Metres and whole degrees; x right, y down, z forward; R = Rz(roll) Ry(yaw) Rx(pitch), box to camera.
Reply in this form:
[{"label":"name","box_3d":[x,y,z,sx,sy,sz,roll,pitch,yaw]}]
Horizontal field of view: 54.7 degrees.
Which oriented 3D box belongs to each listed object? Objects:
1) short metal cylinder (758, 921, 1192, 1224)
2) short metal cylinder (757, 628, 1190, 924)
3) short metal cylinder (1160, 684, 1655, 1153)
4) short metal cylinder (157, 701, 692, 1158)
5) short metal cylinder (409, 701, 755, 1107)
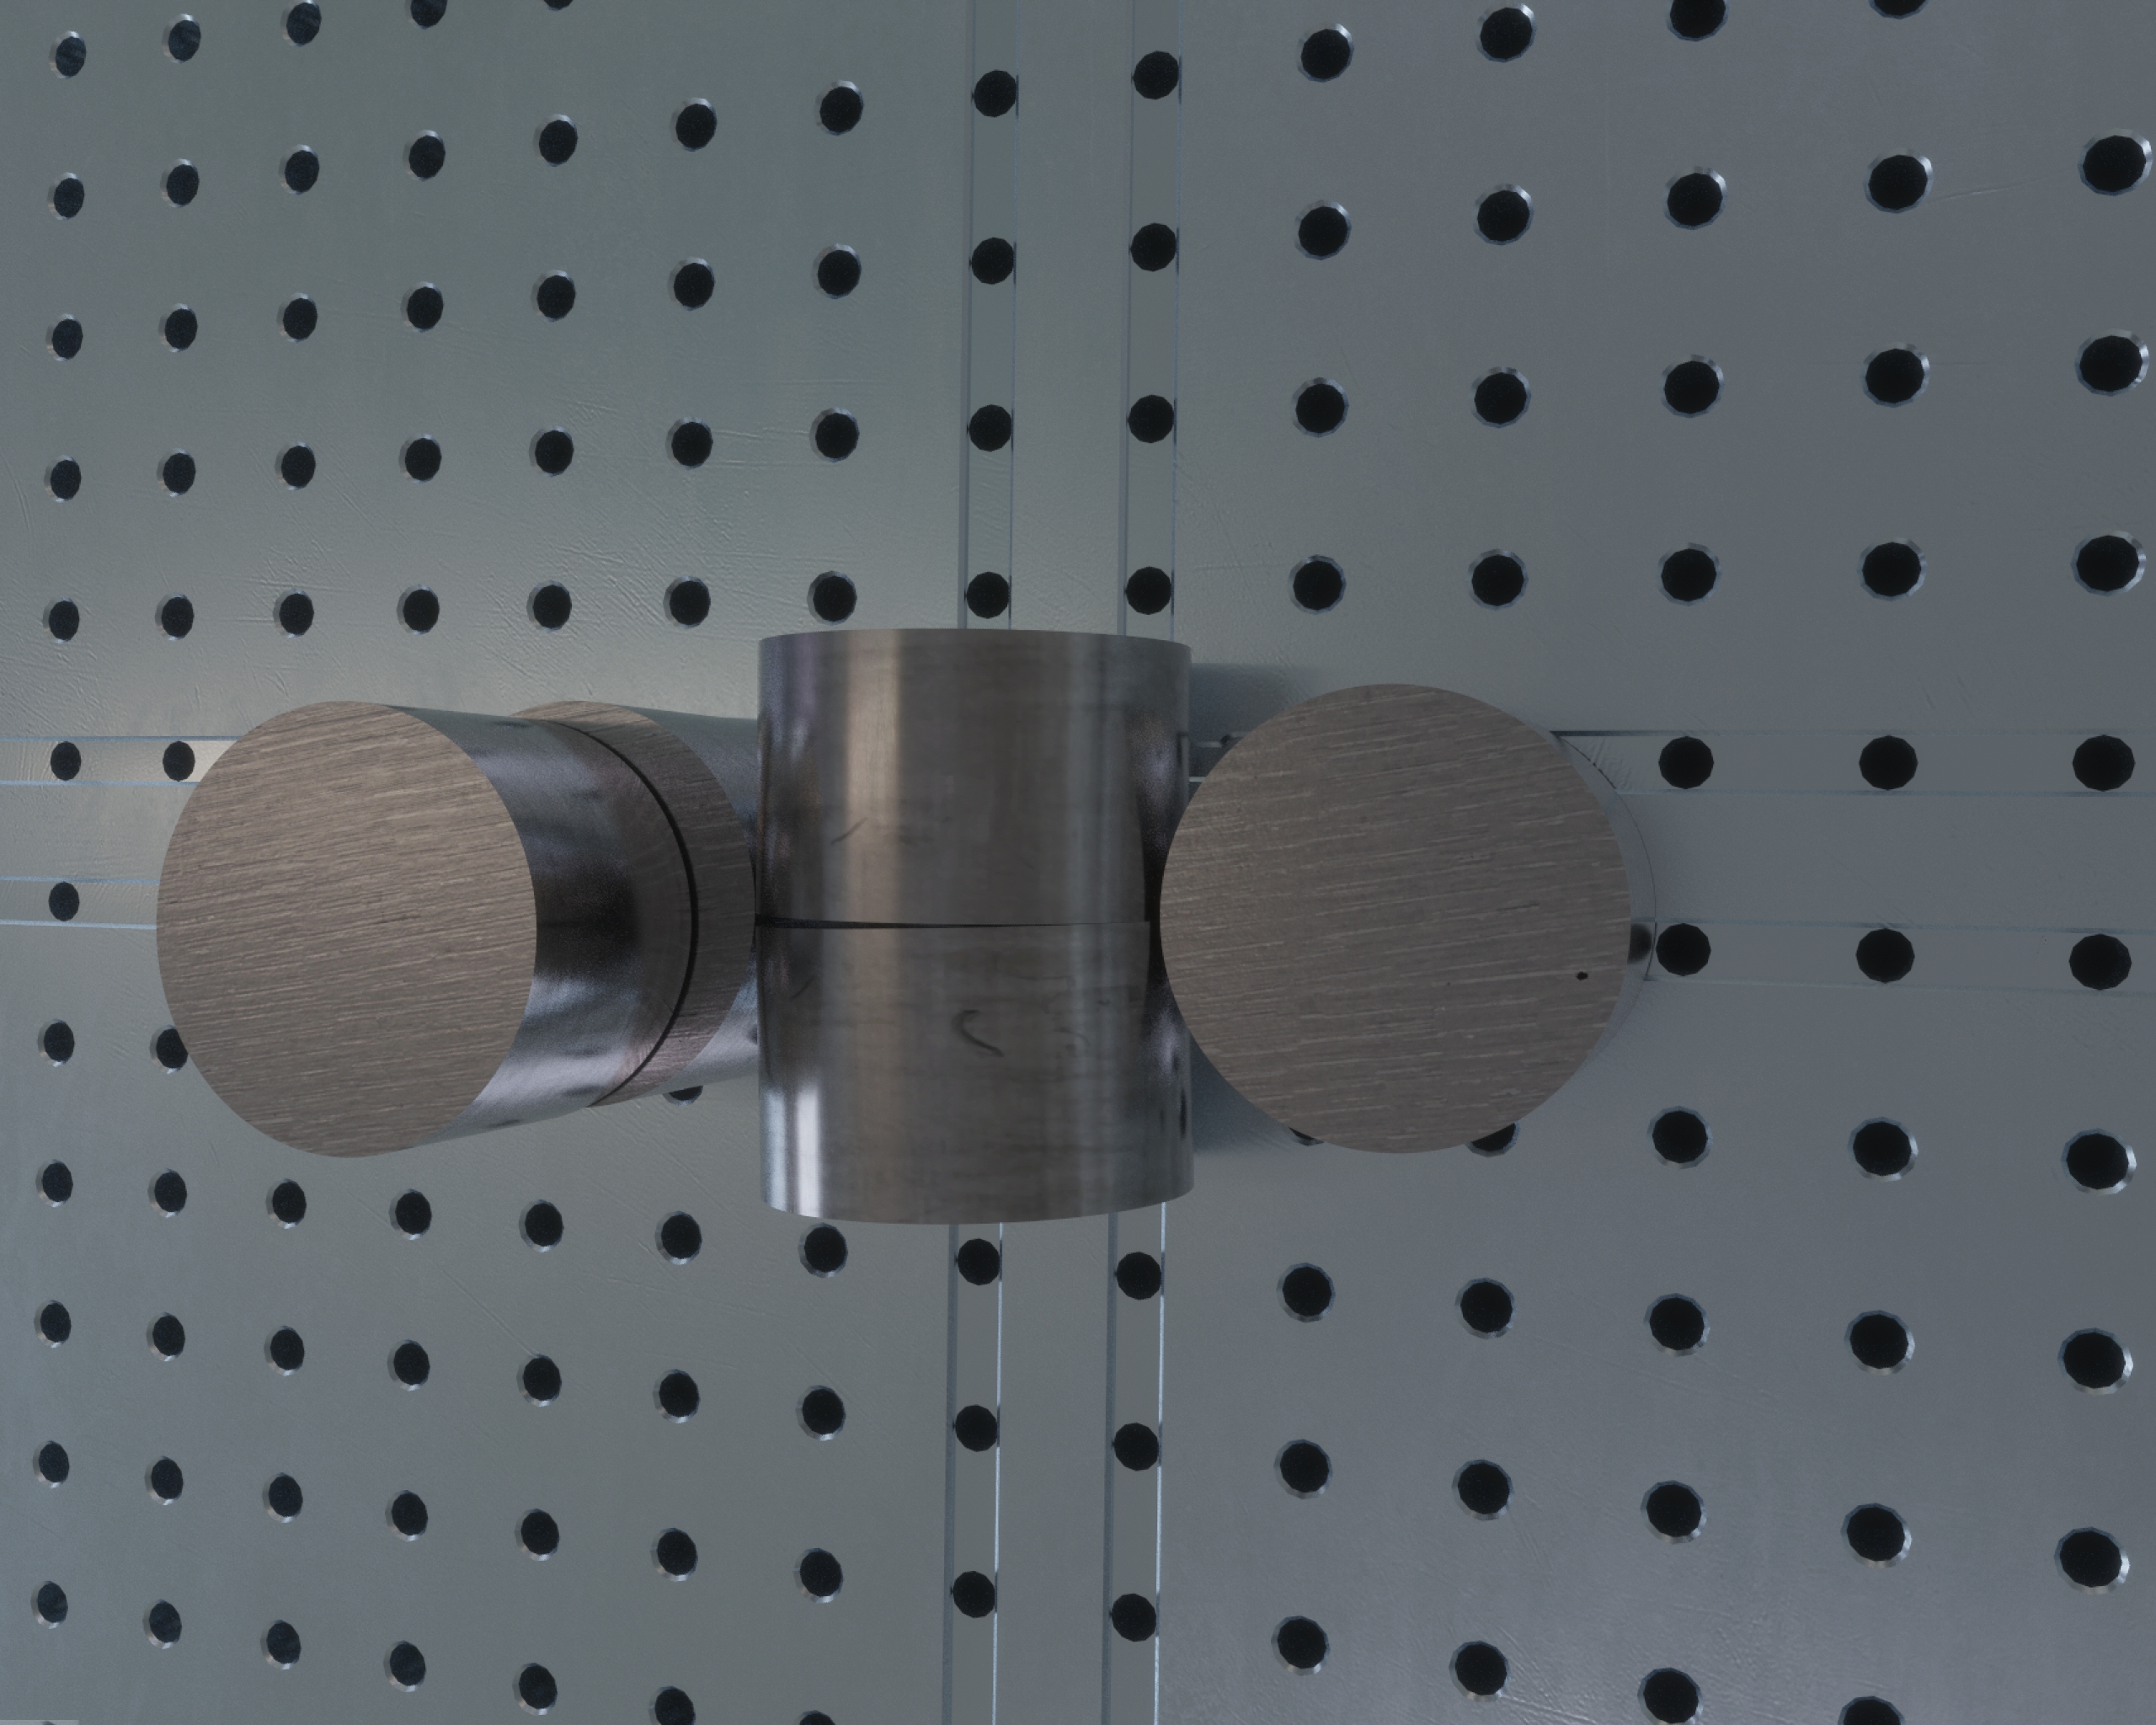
[{"label":"short metal cylinder","box_3d":[-0.019,0.036,0.390,0.080,0.080,0.050,-1,90,20]},{"label":"short metal cylinder","box_3d":[-0.019,-0.015,0.390,0.080,0.080,0.050,1,91,20]},{"label":"short metal cylinder","box_3d":[0.061,0.009,0.377,0.080,0.050,0.079,0,90,19]},{"label":"short metal cylinder","box_3d":[-0.120,0.011,0.387,0.080,0.050,0.079,0,90,20]},{"label":"short metal cylinder","box_3d":[-0.090,0.008,0.431,0.080,0.050,0.079,0,90,19]}]
